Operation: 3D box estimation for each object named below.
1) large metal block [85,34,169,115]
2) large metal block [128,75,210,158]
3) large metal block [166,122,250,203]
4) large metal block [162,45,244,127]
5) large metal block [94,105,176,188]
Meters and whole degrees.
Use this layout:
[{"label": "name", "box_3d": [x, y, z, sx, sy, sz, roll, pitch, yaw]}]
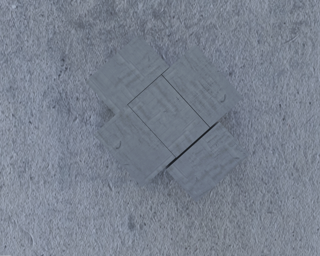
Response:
[{"label": "large metal block", "box_3d": [-0.036, -0.060, 0.384, 0.080, 0.080, 0.050, -42, 91, 0]}, {"label": "large metal block", "box_3d": [0.010, -0.013, 0.384, 0.050, 0.080, 0.080, -42, 91, 0]}, {"label": "large metal block", "box_3d": [0.053, 0.038, 0.385, 0.080, 0.080, 0.050, -42, 91, 0]}, {"label": "large metal block", "box_3d": [0.047, -0.047, 0.385, 0.050, 0.080, 0.080, -42, 91, 0]}, {"label": "large metal block", "box_3d": [-0.028, 0.020, 0.384, 0.050, 0.080, 0.080, -42, 91, 0]}]
